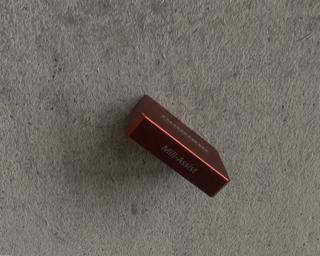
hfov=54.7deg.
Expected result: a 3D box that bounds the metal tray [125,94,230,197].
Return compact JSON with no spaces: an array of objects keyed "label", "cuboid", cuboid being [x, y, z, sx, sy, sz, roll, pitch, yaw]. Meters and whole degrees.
[{"label":"metal tray","cuboid":[0.022,0.019,0.384,0.130,0.090,0.030,38,106,-13]}]
